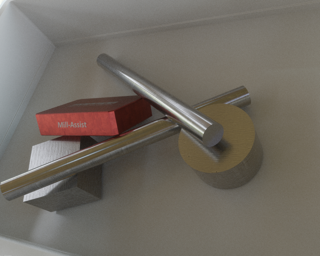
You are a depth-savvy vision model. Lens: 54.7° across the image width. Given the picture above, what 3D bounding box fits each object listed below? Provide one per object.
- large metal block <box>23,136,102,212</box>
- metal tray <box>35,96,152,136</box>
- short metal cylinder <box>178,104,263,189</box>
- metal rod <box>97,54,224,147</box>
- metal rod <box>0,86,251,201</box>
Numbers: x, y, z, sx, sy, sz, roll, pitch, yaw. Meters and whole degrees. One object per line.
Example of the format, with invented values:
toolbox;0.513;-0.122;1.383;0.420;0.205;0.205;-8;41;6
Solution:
large metal block;-0.125;0.058;0.412;0.080;0.050;0.080;-18;55;17
metal tray;-0.088;-0.018;0.421;0.130;0.030;0.091;0;18;29
short metal cylinder;0.067;0.020;0.338;0.080;0.050;0.080;-13;56;20
metal rod;-0.022;-0.054;0.410;0.025;0.025;0.300;-46;39;-4
metal rod;-0.037;0.016;0.364;0.302;0.025;0.025;-22;53;-3
